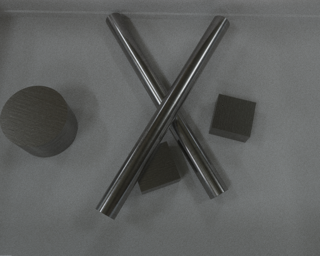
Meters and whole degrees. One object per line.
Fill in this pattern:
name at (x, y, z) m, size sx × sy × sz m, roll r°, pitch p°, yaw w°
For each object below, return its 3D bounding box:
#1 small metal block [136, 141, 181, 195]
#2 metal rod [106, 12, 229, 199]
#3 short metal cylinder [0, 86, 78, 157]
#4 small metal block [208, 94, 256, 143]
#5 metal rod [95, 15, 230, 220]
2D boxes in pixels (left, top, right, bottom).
small metal block at (-0.007, 0.051, 0.391) m, size 0.050 × 0.025 × 0.050 m, roll -18°, pitch 71°, yaw -7°
metal rod at (0.001, -0.042, 0.424) m, size 0.025 × 0.025 × 0.299 m, roll -27°, pitch 73°, yaw -10°
short metal cylinder at (-0.152, -0.007, 0.397) m, size 0.081 × 0.050 × 0.080 m, roll 0°, pitch 70°, yaw 0°
small metal block at (0.097, -0.013, 0.416) m, size 0.050 × 0.025 × 0.050 m, roll 14°, pitch 71°, yaw 5°
metal rod at (0.012, -0.026, 0.391) m, size 0.025 × 0.025 × 0.300 m, roll 28°, pitch 73°, yaw 9°
